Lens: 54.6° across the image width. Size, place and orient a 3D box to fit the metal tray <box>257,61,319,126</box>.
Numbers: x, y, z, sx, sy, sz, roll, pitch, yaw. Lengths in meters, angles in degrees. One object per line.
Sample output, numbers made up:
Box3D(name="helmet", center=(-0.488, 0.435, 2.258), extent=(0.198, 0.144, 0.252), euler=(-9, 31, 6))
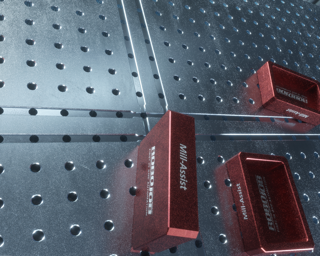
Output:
Box3D(name="metal tray", center=(0.246, -0.064, 0.575), extent=(0.131, 0.030, 0.090), euler=(16, 55, -19))

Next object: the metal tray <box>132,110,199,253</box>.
Box3D(name="metal tray", center=(0.004, 0.057, 0.332), extent=(0.030, 0.090, 0.130), euler=(15, 56, -20))

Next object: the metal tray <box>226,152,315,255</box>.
Box3D(name="metal tray", center=(0.147, 0.100, 0.421), extent=(0.091, 0.030, 0.130), euler=(7, 58, -24))
